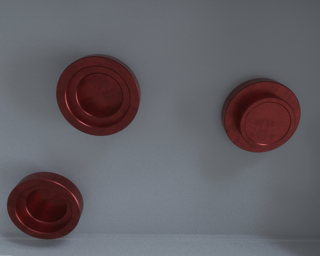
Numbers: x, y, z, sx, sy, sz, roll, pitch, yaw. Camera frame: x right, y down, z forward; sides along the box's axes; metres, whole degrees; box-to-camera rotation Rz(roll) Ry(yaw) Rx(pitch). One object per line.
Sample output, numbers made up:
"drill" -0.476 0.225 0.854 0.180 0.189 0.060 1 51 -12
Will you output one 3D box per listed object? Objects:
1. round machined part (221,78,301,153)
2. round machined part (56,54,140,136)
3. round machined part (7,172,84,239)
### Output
"round machined part" 0.132 -0.012 0.399 0.099 0.042 0.097 0 110 0
"round machined part" -0.073 -0.043 0.386 0.099 0.042 0.097 0 110 0
"round machined part" -0.158 0.105 0.439 0.099 0.042 0.097 0 110 0
